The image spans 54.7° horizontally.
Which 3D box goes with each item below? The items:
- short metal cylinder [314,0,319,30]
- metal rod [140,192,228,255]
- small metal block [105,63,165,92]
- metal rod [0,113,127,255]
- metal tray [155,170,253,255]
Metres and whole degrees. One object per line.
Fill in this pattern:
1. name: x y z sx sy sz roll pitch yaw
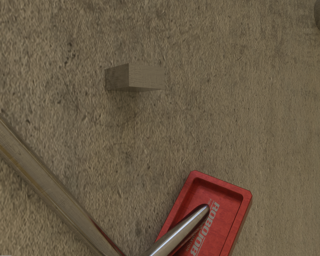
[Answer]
1. short metal cylinder: 0.410 -0.275 0.737 0.081 0.050 0.079 0 90 -40
2. metal rod: 0.001 0.150 0.375 0.302 0.025 0.025 -28 108 -39
3. small metal block: -0.030 -0.058 0.365 0.050 0.050 0.025 -2 91 -40
4. metal rod: -0.096 0.085 0.325 0.025 0.025 0.299 -47 118 -30
5. metal tray: 0.057 0.130 0.410 0.130 0.090 0.030 -59 152 -23
